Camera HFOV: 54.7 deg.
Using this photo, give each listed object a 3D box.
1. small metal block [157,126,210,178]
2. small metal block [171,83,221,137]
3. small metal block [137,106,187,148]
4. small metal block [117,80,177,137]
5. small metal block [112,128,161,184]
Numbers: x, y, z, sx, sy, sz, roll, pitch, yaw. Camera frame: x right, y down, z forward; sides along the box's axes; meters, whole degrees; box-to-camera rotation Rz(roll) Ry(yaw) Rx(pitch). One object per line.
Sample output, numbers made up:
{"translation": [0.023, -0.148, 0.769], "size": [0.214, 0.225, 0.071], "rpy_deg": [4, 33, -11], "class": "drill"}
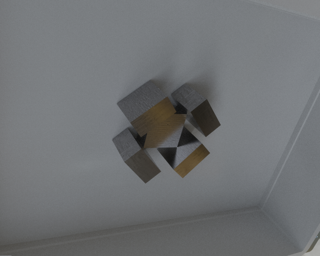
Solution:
{"translation": [0.031, 0.032, 0.426], "size": [0.050, 0.050, 0.025], "rpy_deg": [-43, 130, 0], "class": "small metal block"}
{"translation": [0.046, -0.023, 0.400], "size": [0.025, 0.050, 0.050], "rpy_deg": [-39, 130, -3], "class": "small metal block"}
{"translation": [0.002, -0.002, 0.406], "size": [0.050, 0.025, 0.050], "rpy_deg": [1, 118, -29], "class": "small metal block"}
{"translation": [-0.017, -0.024, 0.366], "size": [0.050, 0.050, 0.025], "rpy_deg": [-36, 128, -4], "class": "small metal block"}
{"translation": [-0.030, 0.035, 0.395], "size": [0.025, 0.050, 0.050], "rpy_deg": [-38, 129, -2], "class": "small metal block"}
